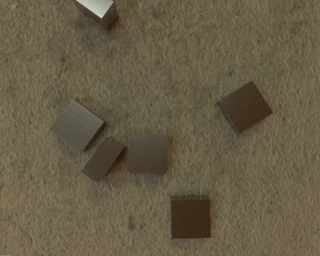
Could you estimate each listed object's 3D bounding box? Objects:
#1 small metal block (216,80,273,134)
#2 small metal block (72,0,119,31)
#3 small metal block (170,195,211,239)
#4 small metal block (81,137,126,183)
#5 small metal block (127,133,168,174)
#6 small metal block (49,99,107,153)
[{"bbox_3d":[0.111,-0.027,0.411,0.050,0.025,0.050,-32,90,-1],"label":"small metal block"},{"bbox_3d":[-0.083,-0.156,0.396,0.050,0.050,0.025,36,90,-1],"label":"small metal block"},{"bbox_3d":[0.040,0.117,0.411,0.050,0.025,0.050,-1,90,-1],"label":"small metal block"},{"bbox_3d":[-0.070,0.039,0.397,0.025,0.050,0.050,35,90,-1],"label":"small metal block"},{"bbox_3d":[-0.016,0.033,0.410,0.050,0.025,0.050,3,90,-1],"label":"small metal block"},{"bbox_3d":[-0.107,-0.003,0.409,0.050,0.025,0.050,36,90,-1],"label":"small metal block"}]
